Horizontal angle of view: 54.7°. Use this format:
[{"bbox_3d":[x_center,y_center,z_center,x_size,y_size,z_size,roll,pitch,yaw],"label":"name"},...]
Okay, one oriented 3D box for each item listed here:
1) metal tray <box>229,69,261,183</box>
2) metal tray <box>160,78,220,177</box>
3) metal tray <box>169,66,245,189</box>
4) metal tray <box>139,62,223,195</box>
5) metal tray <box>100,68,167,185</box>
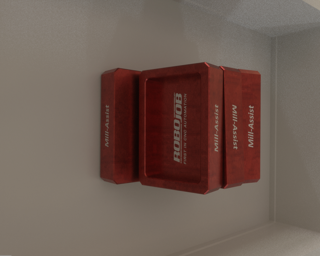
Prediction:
[{"bbox_3d":[0.083,-0.002,0.389,0.030,0.090,0.129,0,90,-26],"label":"metal tray"},{"bbox_3d":[0.044,0.000,0.438,0.091,0.030,0.129,1,90,-40],"label":"metal tray"},{"bbox_3d":[0.051,0.000,0.364,0.030,0.090,0.129,0,88,-40],"label":"metal tray"},{"bbox_3d":[0.021,0.000,0.336,0.030,0.090,0.129,0,90,-53],"label":"metal tray"},{"bbox_3d":[-0.025,-0.002,0.379,0.091,0.030,0.129,1,90,-40],"label":"metal tray"}]
